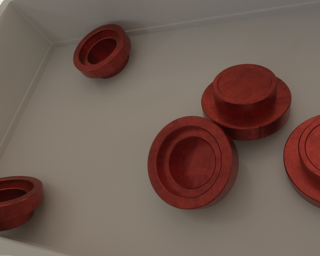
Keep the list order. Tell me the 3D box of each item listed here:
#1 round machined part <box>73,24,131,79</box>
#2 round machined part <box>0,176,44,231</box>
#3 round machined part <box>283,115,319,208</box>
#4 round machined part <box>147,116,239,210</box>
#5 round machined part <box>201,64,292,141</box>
[{"bbox_3d":[-0.091,-0.121,0.515,0.098,0.042,0.098,-13,56,20],"label":"round machined part"},{"bbox_3d":[-0.208,0.103,0.416,0.098,0.099,0.042,8,106,31],"label":"round machined part"},{"bbox_3d":[0.168,0.026,0.290,0.098,0.042,0.098,-13,56,20],"label":"round machined part"},{"bbox_3d":[0.038,0.039,0.339,0.098,0.042,0.098,-9,73,30],"label":"round machined part"},{"bbox_3d":[0.096,-0.036,0.350,0.098,0.042,0.098,-9,45,9],"label":"round machined part"}]
